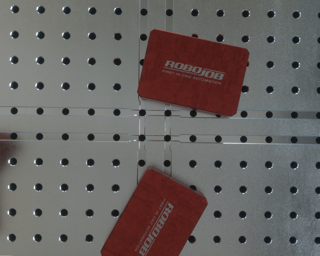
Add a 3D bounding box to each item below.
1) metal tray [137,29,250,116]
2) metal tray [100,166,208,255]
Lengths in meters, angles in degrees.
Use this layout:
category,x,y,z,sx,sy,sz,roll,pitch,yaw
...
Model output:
category,x,y,z,sx,sy,sz,roll,pitch,yaw
metal tray,0.043,-0.071,0.411,0.131,0.030,0.089,12,90,-1
metal tray,-0.007,0.128,0.411,0.090,0.030,0.130,29,90,-1
